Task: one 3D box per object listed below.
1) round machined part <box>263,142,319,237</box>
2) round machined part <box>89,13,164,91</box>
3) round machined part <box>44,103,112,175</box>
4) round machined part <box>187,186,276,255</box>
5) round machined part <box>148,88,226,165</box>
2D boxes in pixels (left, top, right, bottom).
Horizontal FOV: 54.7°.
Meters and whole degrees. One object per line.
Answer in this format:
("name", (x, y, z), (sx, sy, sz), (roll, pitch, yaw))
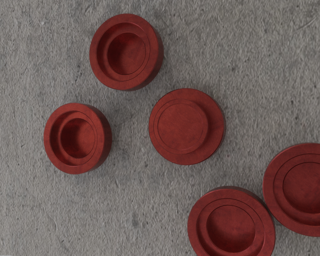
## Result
("round machined part", (0.166, 0.065, 0.341), (0.098, 0.042, 0.097), (0, 90, 20))
("round machined part", (-0.041, -0.097, 0.414), (0.098, 0.042, 0.097), (0, 90, 20))
("round machined part", (-0.111, 0.014, 0.439), (0.098, 0.042, 0.097), (0, 90, 20))
("round machined part", (0.086, 0.118, 0.370), (0.098, 0.042, 0.097), (0, 90, 20))
("round machined part", (0.031, -0.002, 0.389), (0.098, 0.042, 0.097), (0, 90, 20))
